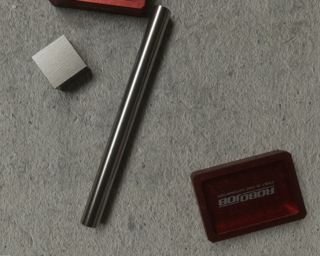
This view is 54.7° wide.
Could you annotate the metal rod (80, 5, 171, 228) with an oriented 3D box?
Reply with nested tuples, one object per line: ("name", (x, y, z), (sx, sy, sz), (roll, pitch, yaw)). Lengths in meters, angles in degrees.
("metal rod", (-0.045, -0.015, 0.409), (0.025, 0.025, 0.298), (19, 90, -1))

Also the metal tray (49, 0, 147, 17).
("metal tray", (-0.079, -0.202, 0.406), (0.131, 0.030, 0.089), (7, 90, -1))

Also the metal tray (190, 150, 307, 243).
("metal tray", (0.115, 0.088, 0.409), (0.131, 0.030, 0.089), (-15, 90, -1))

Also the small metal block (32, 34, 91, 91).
("small metal block", (-0.129, -0.085, 0.408), (0.050, 0.025, 0.050), (-36, 90, 0))
